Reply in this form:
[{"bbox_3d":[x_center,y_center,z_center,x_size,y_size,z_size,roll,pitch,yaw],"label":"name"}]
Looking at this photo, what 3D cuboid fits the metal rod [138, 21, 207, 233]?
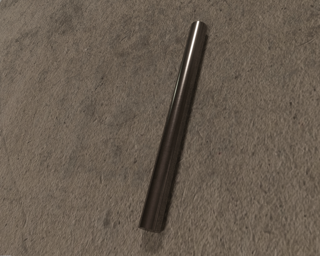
[{"bbox_3d":[0.023,-0.019,0.402,0.025,0.025,0.300,1,62,28],"label":"metal rod"}]
